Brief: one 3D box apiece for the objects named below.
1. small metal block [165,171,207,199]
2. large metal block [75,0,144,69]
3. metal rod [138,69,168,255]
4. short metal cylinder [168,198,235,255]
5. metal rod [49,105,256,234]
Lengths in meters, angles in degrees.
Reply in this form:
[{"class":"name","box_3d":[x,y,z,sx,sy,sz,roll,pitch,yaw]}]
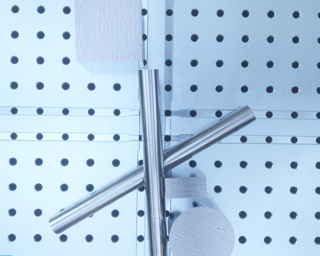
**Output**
[{"class":"small metal block","box_3d":[0.032,0.072,0.401,0.050,0.050,0.025,-2,90,-1]},{"class":"large metal block","box_3d":[-0.063,-0.122,0.400,0.081,0.050,0.079,-1,90,-1]},{"class":"metal rod","box_3d":[-0.006,0.078,0.390,0.025,0.025,0.298,-3,99,-1]},{"class":"short metal cylinder","box_3d":[0.051,0.135,0.402,0.081,0.050,0.079,0,90,-1]},{"class":"metal rod","box_3d":[-0.009,0.055,0.413,0.301,0.025,0.025,-30,90,-1]}]
